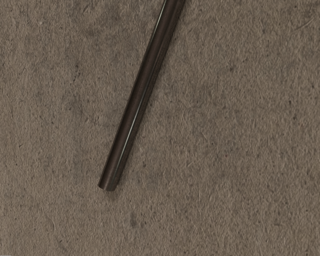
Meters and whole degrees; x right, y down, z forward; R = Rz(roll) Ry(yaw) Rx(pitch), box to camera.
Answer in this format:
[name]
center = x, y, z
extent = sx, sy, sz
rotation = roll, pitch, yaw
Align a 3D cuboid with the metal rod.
[metal rod]
center = -0.023, -0.056, 0.416
extent = 0.025, 0.025, 0.298
rotation = 23, 97, 18
